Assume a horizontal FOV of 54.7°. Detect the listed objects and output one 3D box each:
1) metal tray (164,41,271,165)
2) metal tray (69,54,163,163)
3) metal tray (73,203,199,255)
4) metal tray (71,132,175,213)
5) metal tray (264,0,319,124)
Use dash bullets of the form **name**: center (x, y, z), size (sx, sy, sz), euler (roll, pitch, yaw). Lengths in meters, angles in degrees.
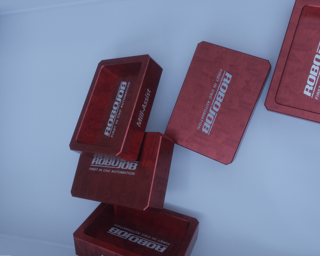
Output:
- **metal tray**: center (0.070, -0.031, 0.383), size (0.090, 0.030, 0.129), euler (23, 97, 18)
- **metal tray**: center (-0.055, -0.026, 0.391), size (0.090, 0.030, 0.130), euler (3, 70, 36)
- **metal tray**: center (-0.027, 0.134, 0.383), size (0.130, 0.090, 0.030), euler (13, 119, 19)
- **metal tray**: center (-0.050, 0.052, 0.393), size (0.130, 0.030, 0.090), euler (0, 71, 35)
- **metal tray**: center (0.179, -0.072, 0.344), size (0.090, 0.030, 0.129), euler (17, 96, 19)
